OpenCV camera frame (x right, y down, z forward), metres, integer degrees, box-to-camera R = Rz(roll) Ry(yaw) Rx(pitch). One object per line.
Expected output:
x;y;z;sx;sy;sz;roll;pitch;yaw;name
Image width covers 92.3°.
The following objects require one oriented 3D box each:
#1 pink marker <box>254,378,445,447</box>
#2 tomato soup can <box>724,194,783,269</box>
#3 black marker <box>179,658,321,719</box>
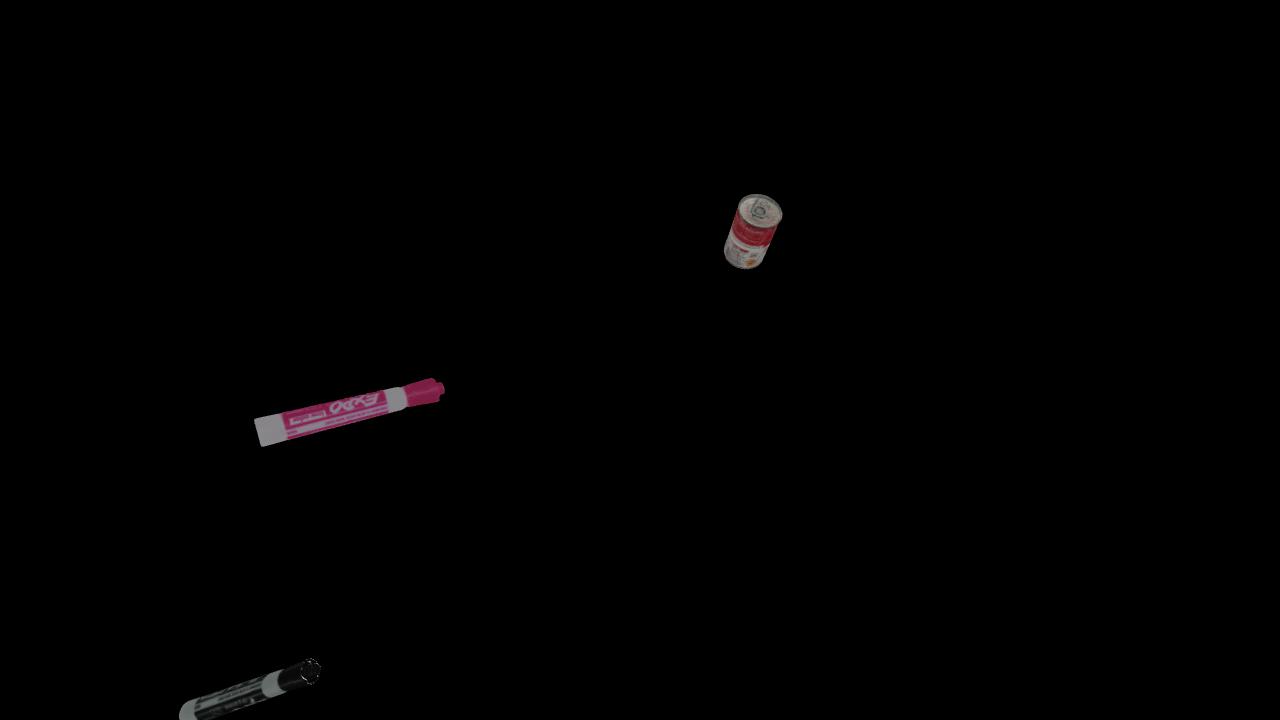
-0.196;0.034;0.427;0.121;0.020;0.020;-15;8;-32;pink marker
0.172;-0.196;0.952;0.068;0.068;0.101;0;-30;-7;tomato soup can
-0.294;0.252;0.466;0.121;0.020;0.020;-23;-4;10;black marker
